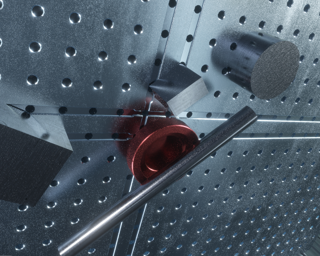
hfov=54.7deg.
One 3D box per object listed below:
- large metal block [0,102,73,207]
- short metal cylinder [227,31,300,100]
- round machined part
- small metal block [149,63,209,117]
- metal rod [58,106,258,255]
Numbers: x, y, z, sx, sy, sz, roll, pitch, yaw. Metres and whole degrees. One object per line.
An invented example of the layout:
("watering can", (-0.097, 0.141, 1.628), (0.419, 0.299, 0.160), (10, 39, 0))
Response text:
("large metal block", (-0.154, 0.029, 0.330), (0.080, 0.050, 0.080), (29, 102, -38))
("short metal cylinder", (0.140, -0.085, 0.421), (0.081, 0.050, 0.079), (-14, 125, -21))
("round machined part", (0.001, 0.029, 0.420), (0.099, 0.042, 0.097), (-14, 125, -21))
("small metal block", (0.022, -0.048, 0.380), (0.050, 0.050, 0.025), (-36, 130, -4))
("metal rod", (0.001, 0.069, 0.401), (0.301, 0.025, 0.025), (-36, 130, -5))
